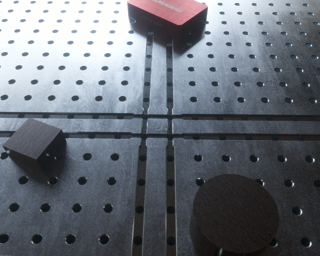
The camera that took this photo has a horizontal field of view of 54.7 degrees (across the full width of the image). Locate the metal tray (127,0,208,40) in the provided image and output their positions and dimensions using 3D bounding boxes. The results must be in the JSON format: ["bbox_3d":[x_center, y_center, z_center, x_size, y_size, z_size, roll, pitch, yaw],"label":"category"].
[{"bbox_3d":[0.013,-0.223,0.592,0.130,0.030,0.090,33,57,24],"label":"metal tray"}]

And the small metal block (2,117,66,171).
[{"bbox_3d":[-0.157,0.019,0.390,0.050,0.025,0.050,19,52,15],"label":"small metal block"}]

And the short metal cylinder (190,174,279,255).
[{"bbox_3d":[0.072,0.094,0.313,0.081,0.050,0.080,0,50,0],"label":"short metal cylinder"}]
